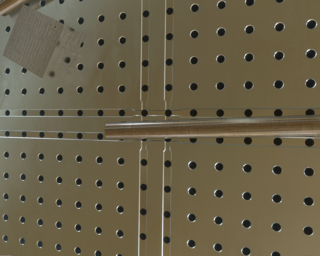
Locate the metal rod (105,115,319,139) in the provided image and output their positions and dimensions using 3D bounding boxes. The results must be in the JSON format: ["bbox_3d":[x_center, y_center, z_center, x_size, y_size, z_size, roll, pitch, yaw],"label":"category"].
[{"bbox_3d":[0.070,0.000,0.387,0.301,0.025,0.025,-1,90,19],"label":"metal rod"}]

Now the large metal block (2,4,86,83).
[{"bbox_3d":[-0.171,-0.123,0.458,0.080,0.050,0.080,29,99,17],"label":"large metal block"}]

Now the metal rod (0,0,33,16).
[{"bbox_3d":[-0.124,-0.243,0.454,0.300,0.025,0.025,-21,83,18],"label":"metal rod"}]
